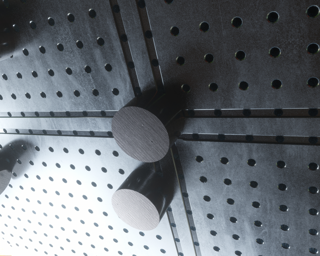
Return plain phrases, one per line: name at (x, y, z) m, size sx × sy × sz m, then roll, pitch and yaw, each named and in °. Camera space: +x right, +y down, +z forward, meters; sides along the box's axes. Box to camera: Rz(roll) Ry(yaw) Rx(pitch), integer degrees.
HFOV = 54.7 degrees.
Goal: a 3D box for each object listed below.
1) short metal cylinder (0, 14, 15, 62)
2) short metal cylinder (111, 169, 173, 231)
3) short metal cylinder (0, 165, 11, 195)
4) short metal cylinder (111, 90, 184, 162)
short metal cylinder at (-0.263, -0.131, 0.453) m, size 0.080 × 0.050 × 0.079 m, roll 13°, pitch 124°, yaw 21°
short metal cylinder at (-0.027, 0.110, 0.477) m, size 0.080 × 0.050 × 0.079 m, roll 13°, pitch 124°, yaw 21°
short metal cylinder at (-0.353, 0.107, 0.628) m, size 0.050 × 0.080 × 0.079 m, roll 30°, pitch 128°, yaw 9°
short metal cylinder at (-0.015, -0.003, 0.401) m, size 0.080 × 0.050 × 0.079 m, roll 13°, pitch 124°, yaw 21°
